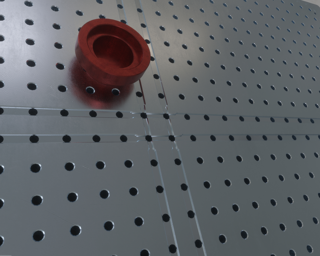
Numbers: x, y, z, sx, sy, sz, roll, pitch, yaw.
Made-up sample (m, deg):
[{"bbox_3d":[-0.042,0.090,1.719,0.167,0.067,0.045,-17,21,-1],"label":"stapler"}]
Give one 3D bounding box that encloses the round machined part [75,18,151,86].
[{"bbox_3d":[-0.066,-0.097,0.421,0.099,0.042,0.098,13,56,-21],"label":"round machined part"}]
